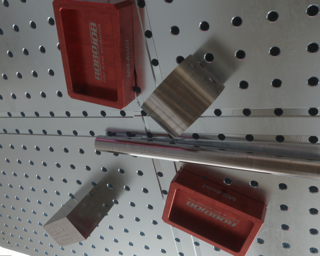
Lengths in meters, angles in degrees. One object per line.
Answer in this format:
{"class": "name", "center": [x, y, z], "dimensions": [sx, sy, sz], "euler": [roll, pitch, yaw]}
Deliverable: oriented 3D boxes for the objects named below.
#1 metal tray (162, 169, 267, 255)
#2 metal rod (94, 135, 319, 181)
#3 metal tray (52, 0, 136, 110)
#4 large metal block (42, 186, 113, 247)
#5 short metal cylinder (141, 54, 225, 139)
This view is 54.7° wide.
{"class": "metal tray", "center": [0.073, 0.123, 0.445], "dimensions": [0.130, 0.030, 0.089], "euler": [22, 127, 15]}
{"class": "metal rod", "center": [0.043, 0.035, 0.409], "dimensions": [0.301, 0.025, 0.025], "euler": [5, 121, 25]}
{"class": "metal tray", "center": [-0.080, -0.094, 0.391], "dimensions": [0.090, 0.030, 0.129], "euler": [13, 124, 20]}
{"class": "large metal block", "center": [-0.145, 0.157, 0.549], "dimensions": [0.080, 0.080, 0.050], "euler": [-29, 102, 37]}
{"class": "short metal cylinder", "center": [0.025, -0.034, 0.342], "dimensions": [0.050, 0.080, 0.080], "euler": [43, 129, -2]}
